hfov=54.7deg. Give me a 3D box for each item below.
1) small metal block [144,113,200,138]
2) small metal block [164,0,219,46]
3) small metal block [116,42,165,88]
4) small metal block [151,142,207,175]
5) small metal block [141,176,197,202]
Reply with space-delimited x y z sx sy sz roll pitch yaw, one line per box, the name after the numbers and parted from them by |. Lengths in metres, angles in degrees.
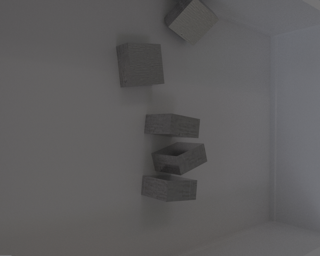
0.016 -0.002 0.403 0.050 0.050 0.025 9 85 -40 | small metal block
0.043 -0.149 0.423 0.050 0.050 0.025 26 32 -37 | small metal block
-0.024 -0.078 0.386 0.050 0.025 0.050 -10 97 -40 | small metal block
0.026 0.039 0.412 0.050 0.050 0.025 -21 103 -38 | small metal block
0.012 0.077 0.400 0.050 0.050 0.025 7 86 -40 | small metal block
